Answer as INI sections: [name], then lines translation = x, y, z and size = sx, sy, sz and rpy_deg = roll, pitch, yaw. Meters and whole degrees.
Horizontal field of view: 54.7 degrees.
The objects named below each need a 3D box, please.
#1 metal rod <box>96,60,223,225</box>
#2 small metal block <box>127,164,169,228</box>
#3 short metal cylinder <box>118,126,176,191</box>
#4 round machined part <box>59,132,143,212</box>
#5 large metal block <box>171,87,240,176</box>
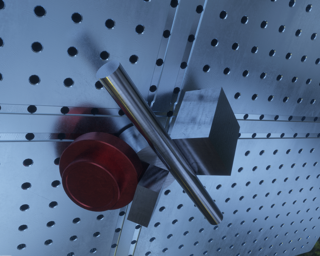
[metal rod]
translation = 0.018, 0.041, 0.377
size = 0.025, 0.025, 0.300
rpy_deg = -37, 129, -3
[small metal block]
translation = -0.013, 0.078, 0.364
size = 0.025, 0.050, 0.050
rpy_deg = 20, 114, 7
[short metal cylinder]
translation = -0.018, 0.041, 0.406
size = 0.081, 0.050, 0.079
rpy_deg = -14, 124, -21
[round machined part]
translation = -0.072, 0.057, 0.358
size = 0.098, 0.042, 0.097
rpy_deg = 6, 117, 12
[large metal block]
translation = 0.062, 0.006, 0.400
size = 0.080, 0.050, 0.080
rpy_deg = 55, 43, -39
